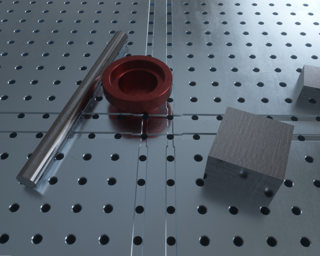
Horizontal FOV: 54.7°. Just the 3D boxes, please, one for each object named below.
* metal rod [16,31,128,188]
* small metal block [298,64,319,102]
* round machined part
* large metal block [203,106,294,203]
[{"bbox_3d":[-0.110,-0.048,0.446,0.025,0.025,0.300,13,51,10],"label":"metal rod"},{"bbox_3d":[0.238,-0.066,0.464,0.050,0.025,0.050,14,51,11],"label":"small metal block"},{"bbox_3d":[-0.032,-0.058,0.445,0.099,0.042,0.098,0,50,0],"label":"round machined part"},{"bbox_3d":[0.105,0.029,0.367,0.080,0.050,0.080,18,52,14],"label":"large metal block"}]
